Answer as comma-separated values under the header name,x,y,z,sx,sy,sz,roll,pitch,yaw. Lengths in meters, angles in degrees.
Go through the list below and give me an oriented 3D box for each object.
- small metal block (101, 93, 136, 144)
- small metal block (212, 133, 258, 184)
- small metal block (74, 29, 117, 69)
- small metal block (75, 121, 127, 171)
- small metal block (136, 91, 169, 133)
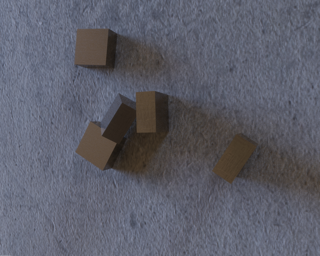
name,x,y,z,sx,sy,sz,roll,pitch,yaw
small metal block,-0.055,-0.014,0.411,0.025,0.050,0.050,29,101,-21
small metal block,0.090,0.034,0.364,0.025,0.050,0.050,34,101,16
small metal block,-0.091,-0.112,0.440,0.050,0.025,0.050,6,92,19
small metal block,-0.083,0.024,0.437,0.050,0.025,0.050,31,100,17
small metal block,-0.009,-0.019,0.398,0.025,0.050,0.050,-2,90,20
